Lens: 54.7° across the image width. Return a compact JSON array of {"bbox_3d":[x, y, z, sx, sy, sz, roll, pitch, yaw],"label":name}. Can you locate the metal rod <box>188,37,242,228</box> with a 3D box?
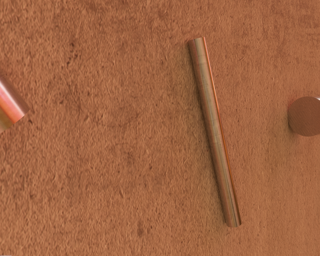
[{"bbox_3d":[0.087,0.014,0.476,0.025,0.025,0.298,-22,104,-38],"label":"metal rod"}]

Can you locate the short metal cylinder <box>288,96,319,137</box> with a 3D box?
[{"bbox_3d":[0.310,-0.025,0.628,0.050,0.080,0.079,-6,94,-40],"label":"short metal cylinder"}]

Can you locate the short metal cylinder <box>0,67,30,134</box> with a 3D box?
[{"bbox_3d":[-0.153,-0.015,0.241,0.080,0.080,0.050,-43,116,-31],"label":"short metal cylinder"}]
